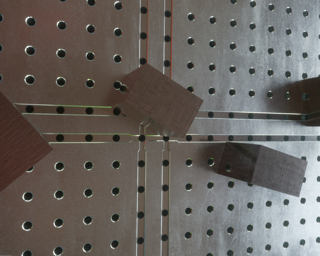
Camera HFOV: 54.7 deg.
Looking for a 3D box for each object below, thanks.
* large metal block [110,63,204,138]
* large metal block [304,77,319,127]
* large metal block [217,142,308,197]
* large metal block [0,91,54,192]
[{"bbox_3d":[-0.007,-0.030,0.382,0.080,0.080,0.050,31,80,-18],"label":"large metal block"},{"bbox_3d":[0.291,-0.046,0.509,0.081,0.050,0.079,-6,92,-20],"label":"large metal block"},{"bbox_3d":[0.142,0.056,0.438,0.081,0.080,0.050,19,84,-20],"label":"large metal block"},{"bbox_3d":[-0.176,0.018,0.335,0.080,0.050,0.080,-42,104,-15],"label":"large metal block"}]
